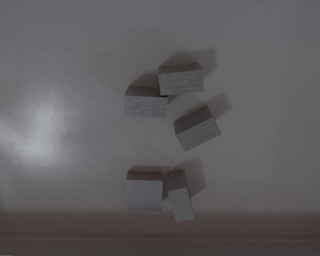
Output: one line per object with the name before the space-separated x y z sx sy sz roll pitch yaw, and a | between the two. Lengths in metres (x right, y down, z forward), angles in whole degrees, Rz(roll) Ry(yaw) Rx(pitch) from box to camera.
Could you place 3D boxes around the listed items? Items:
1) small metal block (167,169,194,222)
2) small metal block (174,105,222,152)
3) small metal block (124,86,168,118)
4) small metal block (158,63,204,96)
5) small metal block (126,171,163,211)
small metal block | 0.028 0.093 0.433 0.025 0.050 0.050 -13 110 5
small metal block | 0.047 0.000 0.398 0.050 0.050 0.025 -27 108 9
small metal block | -0.016 -0.033 0.385 0.050 0.050 0.025 3 110 -1
small metal block | 0.024 -0.060 0.376 0.050 0.050 0.025 -6 110 2
small metal block | -0.022 0.091 0.444 0.050 0.025 0.050 2 110 -1
